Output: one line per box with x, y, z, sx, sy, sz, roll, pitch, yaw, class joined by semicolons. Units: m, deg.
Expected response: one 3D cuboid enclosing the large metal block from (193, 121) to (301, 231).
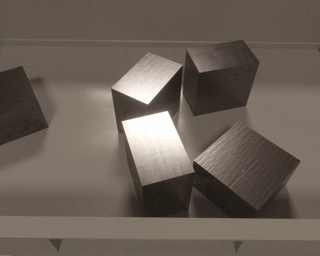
0.093;0.051;0.348;0.080;0.050;0.080;-37;60;-27;large metal block

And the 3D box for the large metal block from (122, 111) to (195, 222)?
-0.004;0.042;0.334;0.050;0.080;0.080;-13;52;-11;large metal block

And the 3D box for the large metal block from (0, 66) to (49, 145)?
-0.205;-0.029;0.410;0.081;0.050;0.080;-23;54;-19;large metal block

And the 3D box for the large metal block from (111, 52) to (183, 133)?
-0.014;-0.037;0.400;0.050;0.080;0.080;25;54;19;large metal block

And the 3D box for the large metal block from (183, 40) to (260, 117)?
0.080;-0.068;0.428;0.081;0.080;0.050;-12;51;-10;large metal block
